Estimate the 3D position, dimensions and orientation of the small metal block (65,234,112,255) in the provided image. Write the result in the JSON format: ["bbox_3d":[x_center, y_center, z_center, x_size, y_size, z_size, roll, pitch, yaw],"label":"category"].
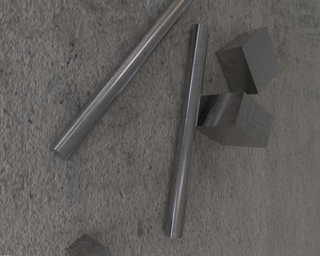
[{"bbox_3d":[-0.068,0.147,0.331,0.025,0.050,0.050,-36,113,-34],"label":"small metal block"}]

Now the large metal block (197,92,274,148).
[{"bbox_3d":[0.106,-0.010,0.458,0.080,0.080,0.050,29,72,-36],"label":"large metal block"}]

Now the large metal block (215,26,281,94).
[{"bbox_3d":[0.147,-0.109,0.511,0.080,0.050,0.080,-40,115,-32],"label":"large metal block"}]

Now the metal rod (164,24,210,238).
[{"bbox_3d":[0.039,-0.001,0.437,0.025,0.025,0.298,14,81,-39],"label":"metal rod"}]

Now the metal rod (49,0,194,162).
[{"bbox_3d":[-0.028,-0.087,0.380,0.025,0.025,0.301,48,61,-29],"label":"metal rod"}]
